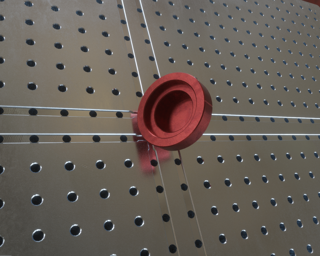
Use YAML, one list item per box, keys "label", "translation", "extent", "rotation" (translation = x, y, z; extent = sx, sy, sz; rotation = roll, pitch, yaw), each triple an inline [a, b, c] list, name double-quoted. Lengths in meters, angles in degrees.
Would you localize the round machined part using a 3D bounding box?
- label: "round machined part"
  translation: [0.022, -0.018, 0.396]
  extent: [0.042, 0.098, 0.098]
  rotation: [28, 44, -52]
